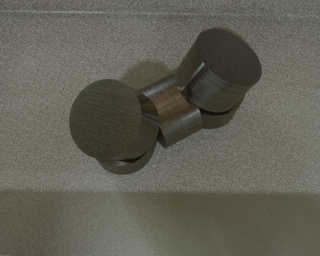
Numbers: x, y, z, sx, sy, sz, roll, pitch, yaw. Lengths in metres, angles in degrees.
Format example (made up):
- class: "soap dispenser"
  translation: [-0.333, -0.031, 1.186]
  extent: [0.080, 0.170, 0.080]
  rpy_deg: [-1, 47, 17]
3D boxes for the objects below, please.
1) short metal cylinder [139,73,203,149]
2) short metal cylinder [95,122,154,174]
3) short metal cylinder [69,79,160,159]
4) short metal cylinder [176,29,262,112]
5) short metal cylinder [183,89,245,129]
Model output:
- class: "short metal cylinder"
  translation: [0.010, -0.021, 0.386]
  extent: [0.050, 0.080, 0.080]
  rpy_deg: [-28, 73, -10]
- class: "short metal cylinder"
  translation: [-0.048, 0.014, 0.389]
  extent: [0.081, 0.050, 0.080]
  rpy_deg: [0, 70, 0]
- class: "short metal cylinder"
  translation: [-0.047, -0.007, 0.328]
  extent: [0.080, 0.050, 0.080]
  rpy_deg: [-2, 83, 19]
- class: "short metal cylinder"
  translation: [0.066, -0.065, 0.350]
  extent: [0.081, 0.050, 0.080]
  rpy_deg: [12, 55, -18]
- class: "short metal cylinder"
  translation: [0.068, -0.044, 0.412]
  extent: [0.081, 0.050, 0.080]
  rpy_deg: [0, 70, 0]
